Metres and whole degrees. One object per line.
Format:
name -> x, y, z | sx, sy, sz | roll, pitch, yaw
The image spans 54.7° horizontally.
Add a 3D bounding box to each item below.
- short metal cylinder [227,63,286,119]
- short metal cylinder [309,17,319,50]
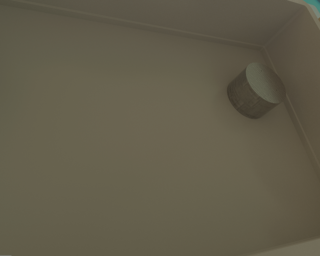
short metal cylinder -> 0.160, -0.062, 0.516 | 0.081, 0.050, 0.080 | 14, 56, -21
short metal cylinder -> 0.408, -0.231, 0.738 | 0.081, 0.080, 0.050 | -1, 62, -29
